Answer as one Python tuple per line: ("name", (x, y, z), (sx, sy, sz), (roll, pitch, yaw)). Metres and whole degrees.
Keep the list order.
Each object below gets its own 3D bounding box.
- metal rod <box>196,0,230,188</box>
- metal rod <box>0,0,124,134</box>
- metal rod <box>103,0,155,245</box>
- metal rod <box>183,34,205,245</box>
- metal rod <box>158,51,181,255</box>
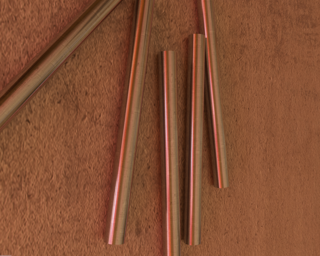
("metal rod", (0.081, -0.056, 0.475), (0.025, 0.025, 0.298), (-11, 97, -40))
("metal rod", (-0.113, -0.066, 0.311), (0.025, 0.025, 0.300), (48, 61, -30))
("metal rod", (-0.036, -0.015, 0.376), (0.025, 0.025, 0.298), (11, 83, -40))
("metal rod", (0.050, 0.016, 0.448), (0.025, 0.025, 0.298), (2, 89, -40))
("metal rod", (0.013, 0.048, 0.417), (0.025, 0.025, 0.298), (-2, 92, -40))
